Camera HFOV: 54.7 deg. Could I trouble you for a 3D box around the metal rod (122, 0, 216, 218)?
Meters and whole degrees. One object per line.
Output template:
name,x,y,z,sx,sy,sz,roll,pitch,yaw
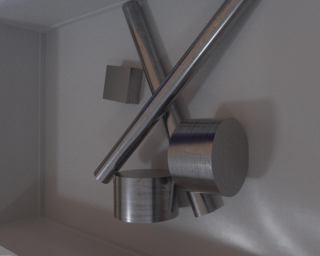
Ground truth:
metal rod,0.006,-0.036,0.400,0.025,0.025,0.299,-30,71,36

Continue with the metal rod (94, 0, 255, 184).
metal rod,0.013,-0.046,0.366,0.299,0.025,0.025,-51,60,17

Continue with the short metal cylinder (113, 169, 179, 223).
short metal cylinder,-0.017,0.081,0.383,0.080,0.081,0.050,-1,90,39

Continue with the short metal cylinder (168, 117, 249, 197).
short metal cylinder,0.053,0.029,0.326,0.050,0.081,0.079,-1,89,40

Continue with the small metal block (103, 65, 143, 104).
small metal block,-0.054,-0.063,0.449,0.050,0.025,0.050,14,99,38
